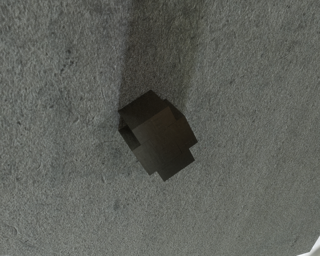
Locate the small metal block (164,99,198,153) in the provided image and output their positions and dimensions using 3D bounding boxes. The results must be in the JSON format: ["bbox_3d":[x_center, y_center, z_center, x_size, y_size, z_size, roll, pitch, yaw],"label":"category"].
[{"bbox_3d":[0.018,-0.003,0.401,0.025,0.050,0.050,-35,129,-5],"label":"small metal block"}]

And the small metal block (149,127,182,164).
[{"bbox_3d":[-0.003,0.011,0.398,0.025,0.050,0.050,-35,129,-6],"label":"small metal block"}]

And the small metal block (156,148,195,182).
[{"bbox_3d":[0.011,0.037,0.422,0.050,0.050,0.025,-34,129,-6],"label":"small metal block"}]

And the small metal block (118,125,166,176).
[{"bbox_3d":[-0.023,0.025,0.395,0.025,0.050,0.050,-35,129,-6],"label":"small metal block"}]

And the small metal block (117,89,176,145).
[{"bbox_3d":[-0.017,-0.015,0.375,0.050,0.050,0.025,-34,129,-6],"label":"small metal block"}]
